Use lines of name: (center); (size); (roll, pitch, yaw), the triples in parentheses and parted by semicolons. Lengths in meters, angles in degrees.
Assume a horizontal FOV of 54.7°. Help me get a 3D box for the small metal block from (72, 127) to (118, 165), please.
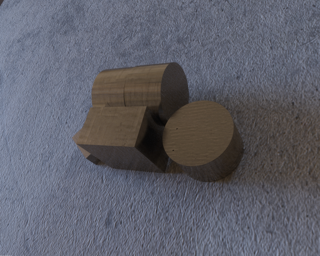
small metal block: (-0.091, 0.016, 0.444); (0.050, 0.025, 0.050); (-44, 51, -3)

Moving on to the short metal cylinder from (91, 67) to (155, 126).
short metal cylinder: (-0.047, -0.042, 0.421); (0.050, 0.080, 0.080); (1, 62, 29)

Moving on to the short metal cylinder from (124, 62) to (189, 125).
short metal cylinder: (-0.002, -0.042, 0.398); (0.050, 0.080, 0.080); (1, 62, 29)

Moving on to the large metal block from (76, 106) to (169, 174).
large metal block: (-0.039, 0.016, 0.382); (0.080, 0.080, 0.050); (1, 62, 28)

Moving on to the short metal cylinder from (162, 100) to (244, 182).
short metal cylinder: (0.050, 0.016, 0.353); (0.080, 0.050, 0.080); (-13, 56, 21)
